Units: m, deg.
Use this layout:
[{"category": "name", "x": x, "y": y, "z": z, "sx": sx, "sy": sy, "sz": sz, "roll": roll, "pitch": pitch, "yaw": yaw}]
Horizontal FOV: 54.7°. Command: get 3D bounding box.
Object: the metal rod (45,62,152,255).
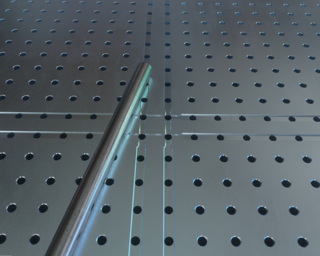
[{"category": "metal rod", "x": -0.062, "y": 0.018, "z": 0.391, "sx": 0.025, "sy": 0.025, "sz": 0.300, "roll": 12, "pitch": 51, "yaw": 9}]
